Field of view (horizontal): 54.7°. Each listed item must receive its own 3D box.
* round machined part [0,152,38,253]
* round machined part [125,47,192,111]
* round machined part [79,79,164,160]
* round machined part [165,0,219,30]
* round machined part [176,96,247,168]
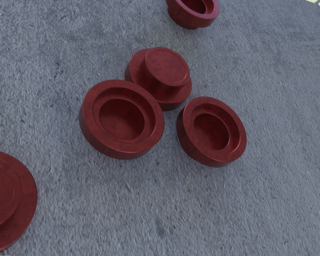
[{"bbox_3d":[-0.159,0.062,0.269,0.099,0.042,0.098,14,56,-21],"label":"round machined part"},{"bbox_3d":[0.003,-0.076,0.441,0.099,0.042,0.098,14,56,-21],"label":"round machined part"},{"bbox_3d":[-0.048,-0.007,0.371,0.099,0.042,0.098,14,56,-21],"label":"round machined part"},{"bbox_3d":[0.053,-0.215,0.552,0.099,0.042,0.098,14,56,-21],"label":"round machined part"},{"bbox_3d":[0.065,0.009,0.422,0.099,0.042,0.098,14,56,-21],"label":"round machined part"}]
